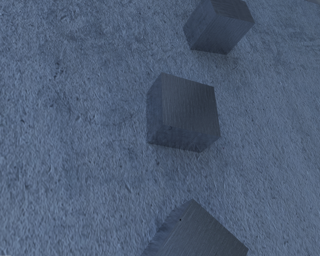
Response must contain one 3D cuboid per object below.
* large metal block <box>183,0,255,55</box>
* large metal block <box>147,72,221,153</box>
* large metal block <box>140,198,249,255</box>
[{"bbox_3d":[0.098,-0.175,0.528,0.081,0.080,0.050,0,62,-28],"label":"large metal block"},{"bbox_3d":[0.029,-0.019,0.415,0.081,0.050,0.080,12,57,-22],"label":"large metal block"},{"bbox_3d":[0.033,0.136,0.322,0.080,0.050,0.080,42,51,1],"label":"large metal block"}]
